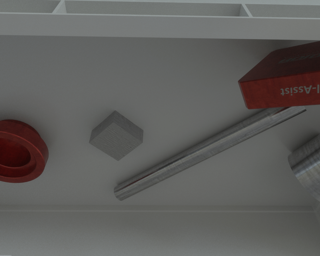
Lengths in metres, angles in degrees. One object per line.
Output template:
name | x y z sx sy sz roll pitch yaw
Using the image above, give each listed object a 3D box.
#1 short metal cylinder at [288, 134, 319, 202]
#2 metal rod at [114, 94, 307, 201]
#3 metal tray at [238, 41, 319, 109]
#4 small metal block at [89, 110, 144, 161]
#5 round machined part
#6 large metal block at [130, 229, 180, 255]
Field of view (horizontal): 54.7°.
short metal cylinder | 0.224 0.055 0.424 0.080 0.080 0.050 30 124 -24
metal rod | 0.055 0.036 0.440 0.300 0.025 0.025 -30 124 22
metal tray | 0.151 -0.054 0.283 0.130 0.091 0.030 -2 119 46
small metal block | -0.058 0.012 0.418 0.050 0.025 0.050 -38 121 27
round machined part | -0.200 0.027 0.418 0.099 0.042 0.097 -1 130 0
large metal block | -0.011 0.245 0.604 0.081 0.050 0.079 10 129 -10
